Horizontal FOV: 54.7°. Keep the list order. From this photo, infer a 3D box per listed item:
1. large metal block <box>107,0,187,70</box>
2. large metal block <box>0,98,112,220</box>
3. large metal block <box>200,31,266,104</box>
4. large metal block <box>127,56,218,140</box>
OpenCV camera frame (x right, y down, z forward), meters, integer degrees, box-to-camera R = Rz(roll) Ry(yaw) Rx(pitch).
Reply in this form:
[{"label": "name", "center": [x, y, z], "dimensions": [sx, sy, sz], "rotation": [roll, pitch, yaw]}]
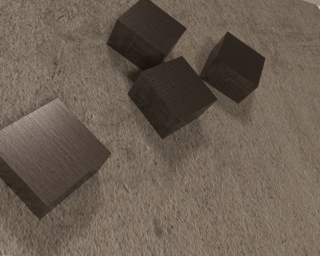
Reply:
[{"label": "large metal block", "center": [-0.019, -0.138, 0.463], "dimensions": [0.080, 0.050, 0.080], "rotation": [36, 51, -5]}, {"label": "large metal block", "center": [-0.111, 0.029, 0.311], "dimensions": [0.080, 0.050, 0.080], "rotation": [46, 51, 3]}, {"label": "large metal block", "center": [0.122, -0.101, 0.518], "dimensions": [0.080, 0.050, 0.080], "rotation": [33, 51, -7]}, {"label": "large metal block", "center": [0.017, -0.043, 0.425], "dimensions": [0.081, 0.050, 0.080], "rotation": [-30, 79, -38]}]
